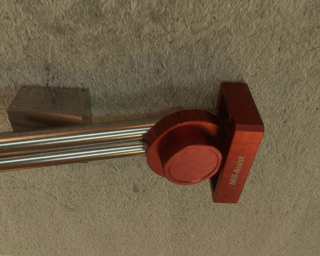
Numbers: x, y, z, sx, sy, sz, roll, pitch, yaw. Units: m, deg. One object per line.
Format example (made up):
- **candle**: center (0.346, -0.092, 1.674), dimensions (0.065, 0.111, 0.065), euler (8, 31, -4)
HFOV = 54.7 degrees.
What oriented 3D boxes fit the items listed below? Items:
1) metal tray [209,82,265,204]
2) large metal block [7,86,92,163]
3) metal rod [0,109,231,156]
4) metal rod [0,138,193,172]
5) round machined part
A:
- **metal tray**: center (0.086, 0.020, 0.384), dimensions (0.030, 0.090, 0.129), euler (3, 130, -3)
- **large metal block**: center (-0.129, -0.003, 0.383), dimensions (0.081, 0.050, 0.079), euler (2, 130, -3)
- **metal rod**: center (-0.065, 0.005, 0.353), dimensions (0.302, 0.025, 0.025), euler (-6, 131, -12)
- **metal rod**: center (-0.067, 0.026, 0.371), dimensions (0.302, 0.025, 0.025), euler (-6, 131, -12)
- **round machined part**: center (0.034, 0.029, 0.359), dimensions (0.099, 0.042, 0.097), euler (-8, 133, -8)
